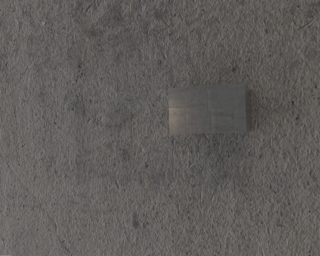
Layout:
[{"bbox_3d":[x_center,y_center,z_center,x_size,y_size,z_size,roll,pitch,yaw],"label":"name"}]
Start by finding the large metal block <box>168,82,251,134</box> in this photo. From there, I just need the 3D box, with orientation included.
[{"bbox_3d":[0.061,-0.019,0.358,0.080,0.080,0.050,-2,90,20],"label":"large metal block"}]
